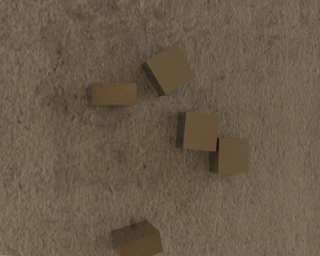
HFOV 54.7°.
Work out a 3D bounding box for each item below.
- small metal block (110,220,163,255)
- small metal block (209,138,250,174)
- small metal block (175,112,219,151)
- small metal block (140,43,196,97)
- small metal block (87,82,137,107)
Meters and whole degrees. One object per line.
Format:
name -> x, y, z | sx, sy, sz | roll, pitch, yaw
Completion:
small metal block -> -0.030, 0.141, 0.386 | 0.050, 0.050, 0.025 | -12, 94, -20
small metal block -> 0.100, 0.039, 0.448 | 0.050, 0.025, 0.050 | 2, 90, -21
small metal block -> 0.052, 0.005, 0.429 | 0.050, 0.025, 0.050 | 6, 88, -20
small metal block -> 0.011, -0.077, 0.414 | 0.050, 0.025, 0.050 | -35, 102, -17
small metal block -> -0.060, -0.039, 0.374 | 0.050, 0.050, 0.025 | -1, 91, -20
